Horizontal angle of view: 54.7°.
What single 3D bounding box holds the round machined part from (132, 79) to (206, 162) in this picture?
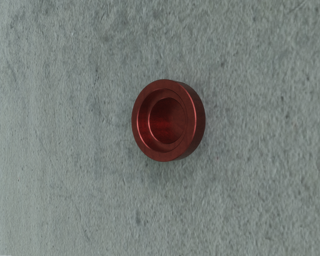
[{"bbox_3d":[0.014,-0.009,0.380,0.098,0.042,0.097,0,90,39],"label":"round machined part"}]
